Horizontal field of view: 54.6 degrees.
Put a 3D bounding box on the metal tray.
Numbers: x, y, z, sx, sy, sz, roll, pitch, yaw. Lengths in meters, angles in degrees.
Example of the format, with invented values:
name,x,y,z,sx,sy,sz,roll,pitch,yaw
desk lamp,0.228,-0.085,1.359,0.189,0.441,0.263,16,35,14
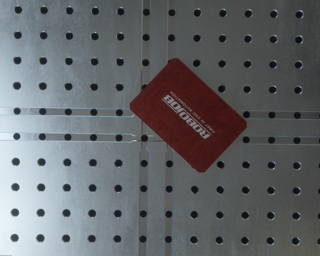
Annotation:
name,x,y,z,sx,sy,sz,roll,pitch,yaw
metal tray,0.037,-0.016,0.411,0.130,0.030,0.090,43,90,0
